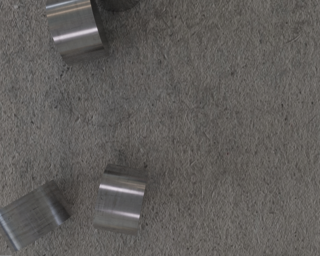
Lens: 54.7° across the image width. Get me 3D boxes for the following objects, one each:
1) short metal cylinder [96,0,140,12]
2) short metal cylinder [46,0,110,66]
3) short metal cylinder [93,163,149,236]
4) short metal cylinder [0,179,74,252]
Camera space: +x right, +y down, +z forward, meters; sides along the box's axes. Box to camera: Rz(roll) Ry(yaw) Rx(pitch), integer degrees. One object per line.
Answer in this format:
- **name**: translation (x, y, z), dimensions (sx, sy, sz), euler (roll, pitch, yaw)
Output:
- **short metal cylinder**: translation (-0.059, -0.198, 0.397), dimensions (0.081, 0.050, 0.080), euler (0, 90, -1)
- **short metal cylinder**: translation (-0.098, -0.122, 0.381), dimensions (0.050, 0.080, 0.080), euler (-14, 90, 0)
- **short metal cylinder**: translation (-0.046, 0.087, 0.382), dimensions (0.050, 0.080, 0.080), euler (11, 90, 0)
- **short metal cylinder**: translation (-0.155, 0.106, 0.381), dimensions (0.080, 0.080, 0.050), euler (-30, 90, 0)
